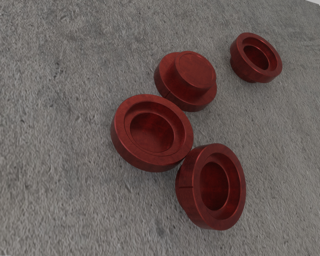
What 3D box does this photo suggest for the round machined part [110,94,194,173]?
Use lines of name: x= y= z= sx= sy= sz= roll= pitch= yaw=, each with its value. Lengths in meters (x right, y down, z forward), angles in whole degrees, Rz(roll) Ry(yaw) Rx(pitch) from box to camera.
round machined part: x=-0.012 y=0.010 z=0.377 sx=0.099 sy=0.042 sz=0.098 roll=12 pitch=54 yaw=-17

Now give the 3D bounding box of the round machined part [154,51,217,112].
round machined part: x=0.044 y=-0.076 z=0.463 sx=0.099 sy=0.042 sz=0.098 roll=14 pitch=56 yaw=-21

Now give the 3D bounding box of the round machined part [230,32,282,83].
round machined part: x=0.166 y=-0.120 z=0.555 sx=0.099 sy=0.042 sz=0.098 roll=14 pitch=56 yaw=-21

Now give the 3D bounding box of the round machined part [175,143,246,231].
round machined part: x=0.056 y=0.069 z=0.366 sx=0.099 sy=0.042 sz=0.098 roll=11 pitch=73 yaw=-41
